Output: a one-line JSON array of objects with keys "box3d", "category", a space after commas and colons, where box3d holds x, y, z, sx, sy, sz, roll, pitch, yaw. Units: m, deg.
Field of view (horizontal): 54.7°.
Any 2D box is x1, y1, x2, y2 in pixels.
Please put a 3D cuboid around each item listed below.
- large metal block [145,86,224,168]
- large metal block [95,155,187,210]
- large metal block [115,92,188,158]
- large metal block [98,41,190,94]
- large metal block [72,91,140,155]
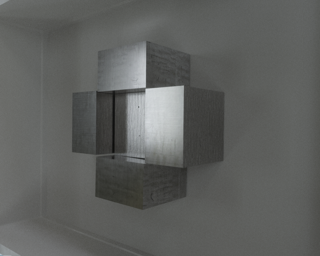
[{"box3d": [0.029, -0.002, 0.346, 0.050, 0.081, 0.080, 1, 91, 40], "category": "large metal block"}, {"box3d": [-0.023, 0.061, 0.388, 0.080, 0.081, 0.050, 3, 92, 40], "category": "large metal block"}, {"box3d": [-0.012, -0.004, 0.397, 0.080, 0.050, 0.080, 1, 91, 40], "category": "large metal block"}, {"box3d": [-0.020, -0.069, 0.385, 0.080, 0.081, 0.050, 1, 91, 40], "category": "large metal block"}, {"box3d": [-0.072, -0.007, 0.430, 0.050, 0.081, 0.080, 1, 91, 40], "category": "large metal block"}]
